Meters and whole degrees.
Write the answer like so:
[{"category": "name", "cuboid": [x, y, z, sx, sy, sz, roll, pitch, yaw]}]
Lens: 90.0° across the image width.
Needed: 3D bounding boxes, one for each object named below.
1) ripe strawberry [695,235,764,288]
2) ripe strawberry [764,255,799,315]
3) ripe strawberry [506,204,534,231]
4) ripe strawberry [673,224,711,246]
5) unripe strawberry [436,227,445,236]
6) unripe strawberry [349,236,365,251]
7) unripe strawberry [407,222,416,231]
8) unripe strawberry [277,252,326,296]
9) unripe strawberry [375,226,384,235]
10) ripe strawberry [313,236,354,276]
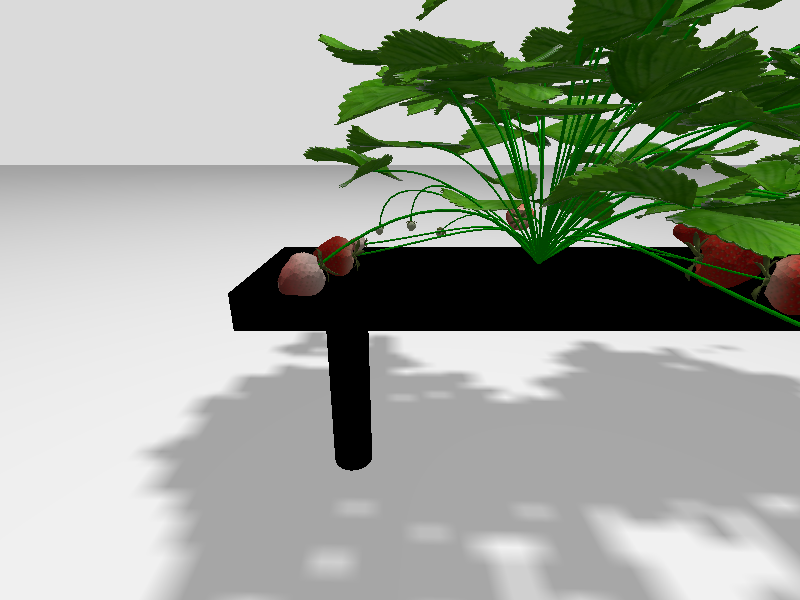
[{"category": "ripe strawberry", "cuboid": [0.236, -0.028, 0.287, 0.039, 0.041, 0.036, 13, 24, 30]}, {"category": "ripe strawberry", "cuboid": [0.250, -0.008, 0.243, 0.040, 0.039, 0.037, 19, 27, 40]}, {"category": "ripe strawberry", "cuboid": [0.155, -0.109, 0.519, 0.034, 0.036, 0.037, 3, 20, 9]}, {"category": "ripe strawberry", "cuboid": [0.306, -0.072, 0.422, 0.031, 0.031, 0.034, 1, 20, 15]}, {"category": "unripe strawberry", "cuboid": [0.047, -0.079, 0.471, 0.010, 0.011, 0.011, -13, -17, -31]}, {"category": "unripe strawberry", "cuboid": [-0.043, -0.057, 0.403, 0.017, 0.014, 0.017, 5, 21, 15]}, {"category": "unripe strawberry", "cuboid": [0.013, -0.088, 0.480, 0.011, 0.011, 0.011, -16, 26, -37]}, {"category": "unripe strawberry", "cuboid": [-0.069, -0.016, 0.275, 0.033, 0.032, 0.030, -29, 28, -13]}, {"category": "unripe strawberry", "cuboid": [-0.022, -0.075, 0.430, 0.010, 0.010, 0.009, 11, 23, 26]}, {"category": "ripe strawberry", "cuboid": [-0.054, -0.035, 0.324, 0.034, 0.033, 0.031, -4, 21, -10]}]
